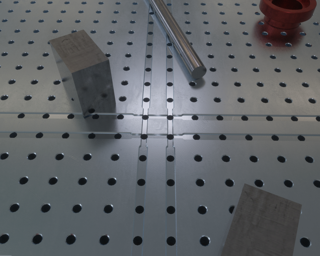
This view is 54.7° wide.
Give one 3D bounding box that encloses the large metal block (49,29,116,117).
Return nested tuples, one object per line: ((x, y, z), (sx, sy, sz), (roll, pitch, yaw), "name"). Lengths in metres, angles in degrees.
((-0.107, -0.077, 0.436), (0.050, 0.080, 0.080), (-26, 55, -20), "large metal block")

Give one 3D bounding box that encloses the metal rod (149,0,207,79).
((0.016, -0.196, 0.571), (0.025, 0.025, 0.300), (-13, 51, -11), "metal rod")

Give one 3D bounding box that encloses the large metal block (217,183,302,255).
((0.082, 0.111, 0.279), (0.050, 0.080, 0.080), (20, 53, 16), "large metal block")

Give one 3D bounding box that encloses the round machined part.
((0.238, -0.224, 0.587), (0.099, 0.042, 0.098), (0, 50, 0), "round machined part")
